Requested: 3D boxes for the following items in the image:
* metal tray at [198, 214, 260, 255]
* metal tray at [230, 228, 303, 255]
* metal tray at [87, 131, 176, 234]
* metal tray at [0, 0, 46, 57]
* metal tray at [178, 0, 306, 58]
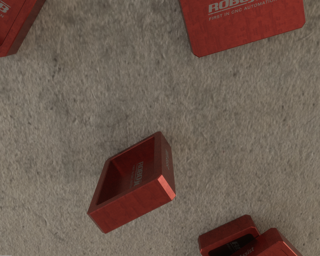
[{"bbox_3d":[0.129,0.208,0.485,0.090,0.030,0.130,-29,108,9],"label":"metal tray"},{"bbox_3d":[0.146,0.217,0.456,0.130,0.030,0.090,-41,106,13],"label":"metal tray"},{"bbox_3d":[-0.030,0.058,0.375,0.090,0.130,0.030,-29,108,10],"label":"metal tray"},{"bbox_3d":[-0.208,-0.153,0.347,0.130,0.030,0.090,34,106,-12],"label":"metal tray"},{"bbox_3d":[0.091,-0.143,0.356,0.131,0.030,0.089,-16,110,5],"label":"metal tray"}]
